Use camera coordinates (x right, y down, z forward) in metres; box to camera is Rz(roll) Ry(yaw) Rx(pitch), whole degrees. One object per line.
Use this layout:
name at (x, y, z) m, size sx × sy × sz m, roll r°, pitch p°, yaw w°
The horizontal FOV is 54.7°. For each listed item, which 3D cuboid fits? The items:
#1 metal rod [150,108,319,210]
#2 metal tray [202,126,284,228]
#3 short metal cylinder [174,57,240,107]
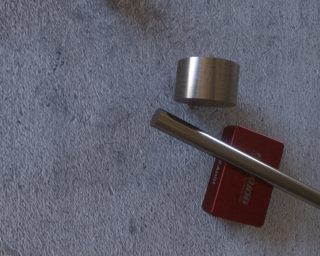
metal rod at (0.123, 0.050, 0.423) m, size 0.301 × 0.025 × 0.025 m, roll 26°, pitch 81°, yaw -18°
metal tray at (0.123, 0.070, 0.454) m, size 0.091 × 0.030 × 0.129 m, roll 19°, pitch 83°, yaw -19°
short metal cylinder at (0.061, -0.057, 0.403) m, size 0.081 × 0.080 × 0.050 m, roll 7°, pitch 88°, yaw -20°
